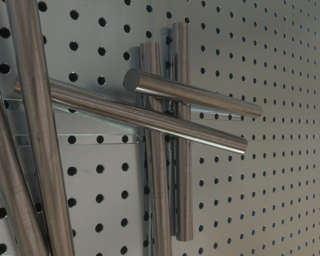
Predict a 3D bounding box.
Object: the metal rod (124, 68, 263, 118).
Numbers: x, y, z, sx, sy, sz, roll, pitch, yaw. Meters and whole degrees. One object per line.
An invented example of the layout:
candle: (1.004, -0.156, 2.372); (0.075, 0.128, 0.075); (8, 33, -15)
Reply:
metal rod: (0.070, -0.040, 0.438); (0.302, 0.025, 0.025); (6, 86, -48)

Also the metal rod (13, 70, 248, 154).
metal rod: (-0.010, -0.010, 0.369); (0.302, 0.025, 0.025); (16, 80, -30)

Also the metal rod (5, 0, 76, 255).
metal rod: (-0.110, -0.010, 0.286); (0.025, 0.025, 0.298); (-16, 109, -39)

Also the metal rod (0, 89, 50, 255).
metal rod: (-0.132, 0.085, 0.298); (0.025, 0.025, 0.298); (-20, 103, -38)

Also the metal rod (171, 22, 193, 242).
metal rod: (0.031, 0.006, 0.433); (0.025, 0.025, 0.298); (-2, 91, -40)

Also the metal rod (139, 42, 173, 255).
metal rod: (-0.004, 0.042, 0.404); (0.025, 0.025, 0.298); (-6, 94, -40)
